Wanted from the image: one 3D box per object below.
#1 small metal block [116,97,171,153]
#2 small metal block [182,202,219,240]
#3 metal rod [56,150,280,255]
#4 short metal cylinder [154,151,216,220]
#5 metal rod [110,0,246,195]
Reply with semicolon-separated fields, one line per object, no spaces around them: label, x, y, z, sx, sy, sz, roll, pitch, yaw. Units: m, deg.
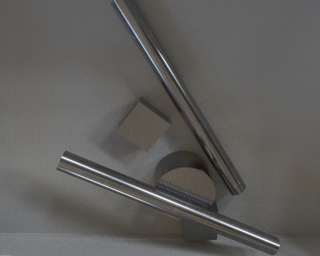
small metal block;-0.021;-0.004;0.410;0.050;0.025;0.050;36;106;-13
small metal block;0.059;0.139;0.464;0.050;0.025;0.050;-1;110;0
metal rod;0.018;0.099;0.394;0.302;0.025;0.025;24;108;-9
short metal cylinder;0.032;0.078;0.427;0.081;0.050;0.079;0;110;-1
metal rod;0.033;-0.031;0.400;0.025;0.025;0.299;-30;108;10
